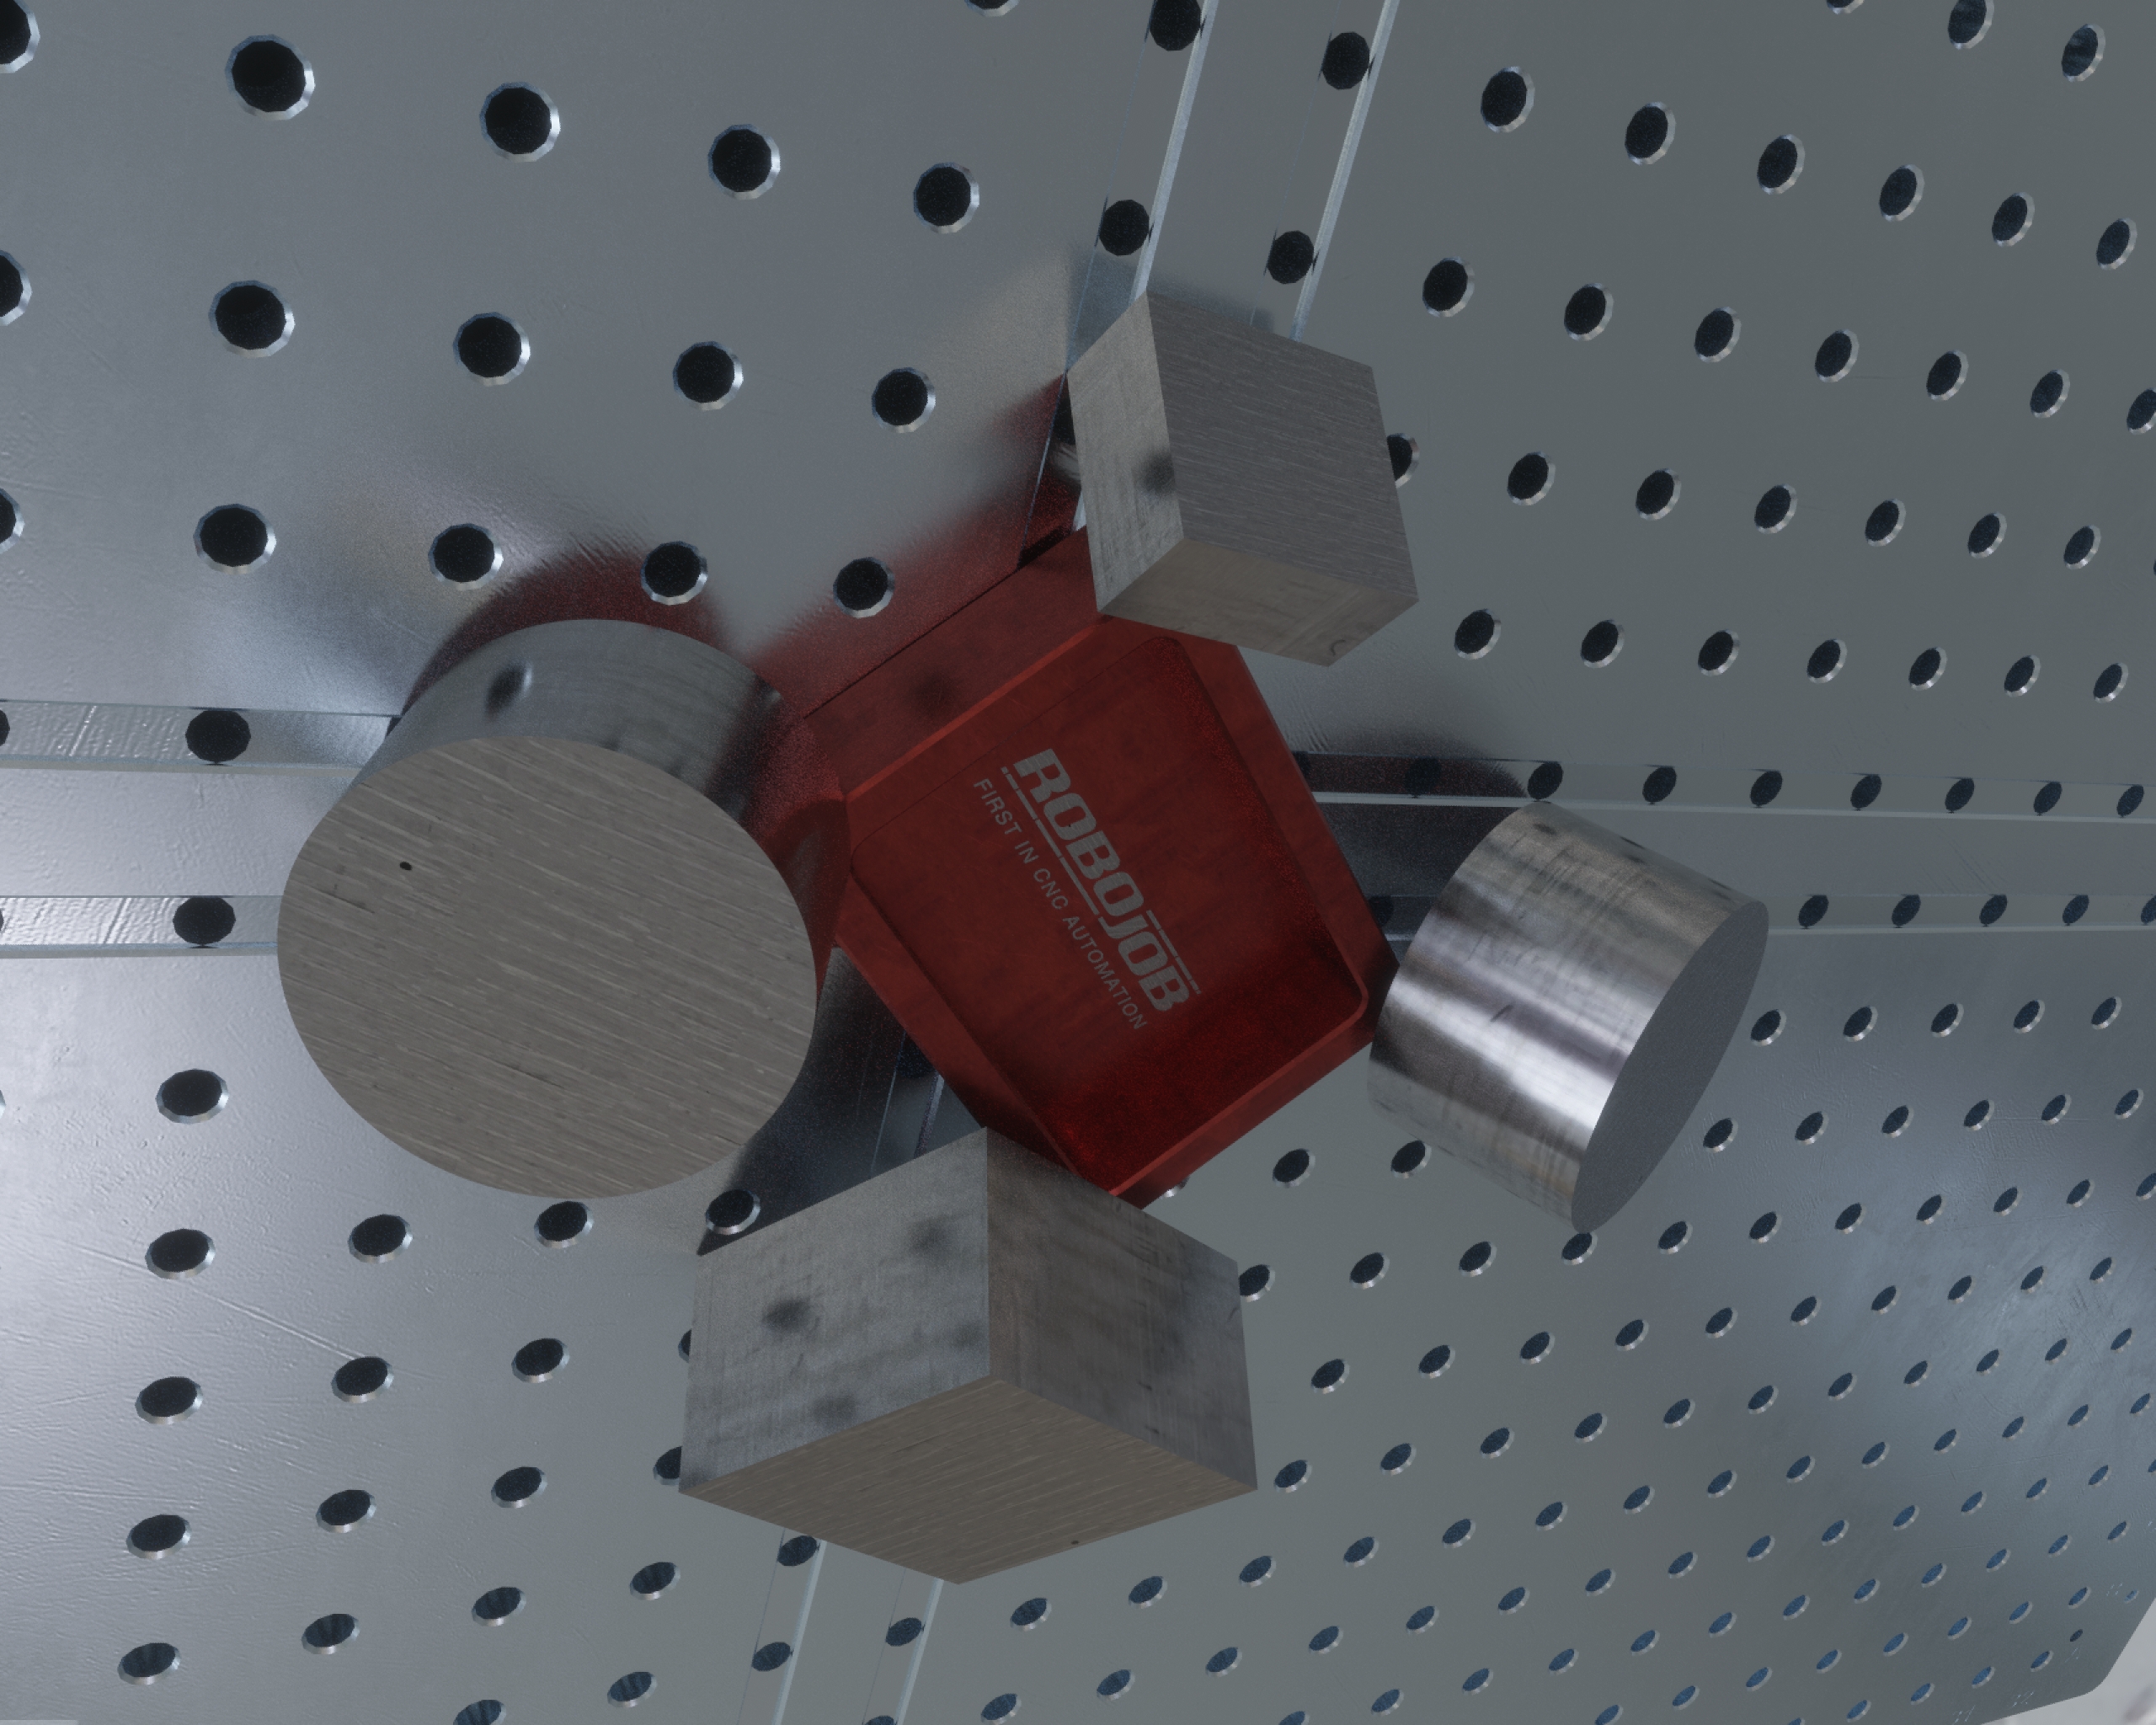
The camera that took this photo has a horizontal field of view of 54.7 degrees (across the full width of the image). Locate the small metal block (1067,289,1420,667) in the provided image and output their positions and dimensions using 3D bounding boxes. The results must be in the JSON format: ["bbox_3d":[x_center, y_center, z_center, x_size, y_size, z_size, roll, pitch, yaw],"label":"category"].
[{"bbox_3d":[0.029,-0.066,0.366,0.050,0.050,0.025,9,151,-32],"label":"small metal block"}]

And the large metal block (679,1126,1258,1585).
[{"bbox_3d":[-0.022,0.104,0.425,0.080,0.050,0.080,-28,136,29],"label":"large metal block"}]

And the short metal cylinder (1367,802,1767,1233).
[{"bbox_3d":[0.107,0.033,0.454,0.080,0.050,0.079,-39,145,-34],"label":"short metal cylinder"}]

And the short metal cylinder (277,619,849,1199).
[{"bbox_3d":[-0.080,0.007,0.336,0.081,0.050,0.079,0,116,0],"label":"short metal cylinder"}]

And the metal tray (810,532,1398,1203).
[{"bbox_3d":[0.004,0.008,0.414,0.090,0.030,0.130,-36,129,-5],"label":"metal tray"}]
